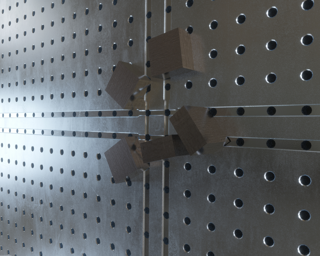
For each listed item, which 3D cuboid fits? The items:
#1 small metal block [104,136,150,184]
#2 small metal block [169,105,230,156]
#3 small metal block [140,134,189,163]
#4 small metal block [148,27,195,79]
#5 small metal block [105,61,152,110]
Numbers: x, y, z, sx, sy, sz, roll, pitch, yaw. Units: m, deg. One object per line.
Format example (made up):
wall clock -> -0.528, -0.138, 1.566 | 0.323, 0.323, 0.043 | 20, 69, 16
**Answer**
small metal block -> -0.048, 0.046, 0.447 | 0.050, 0.025, 0.050 | -37, 68, 33
small metal block -> 0.045, 0.003, 0.354 | 0.025, 0.050, 0.050 | -43, 64, 31
small metal block -> 0.013, 0.025, 0.381 | 0.050, 0.050, 0.025 | -17, 80, 38
small metal block -> 0.014, -0.094, 0.396 | 0.050, 0.025, 0.050 | -10, 84, 39
small metal block -> -0.046, -0.061, 0.445 | 0.050, 0.025, 0.050 | 44, 116, 30
